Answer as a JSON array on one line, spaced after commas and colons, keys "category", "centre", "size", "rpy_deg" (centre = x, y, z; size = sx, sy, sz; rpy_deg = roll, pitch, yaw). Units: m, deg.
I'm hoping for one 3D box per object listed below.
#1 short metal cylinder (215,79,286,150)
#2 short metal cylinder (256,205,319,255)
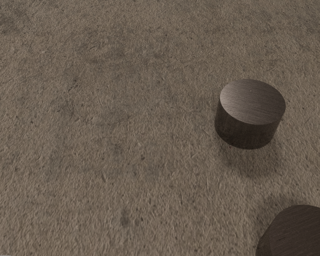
[{"category": "short metal cylinder", "centre": [0.115, -0.019, 0.404], "size": [0.081, 0.050, 0.080], "rpy_deg": [0, 50, 0]}, {"category": "short metal cylinder", "centre": [0.136, 0.120, 0.288], "size": [0.081, 0.050, 0.080], "rpy_deg": [0, 50, 0]}]
